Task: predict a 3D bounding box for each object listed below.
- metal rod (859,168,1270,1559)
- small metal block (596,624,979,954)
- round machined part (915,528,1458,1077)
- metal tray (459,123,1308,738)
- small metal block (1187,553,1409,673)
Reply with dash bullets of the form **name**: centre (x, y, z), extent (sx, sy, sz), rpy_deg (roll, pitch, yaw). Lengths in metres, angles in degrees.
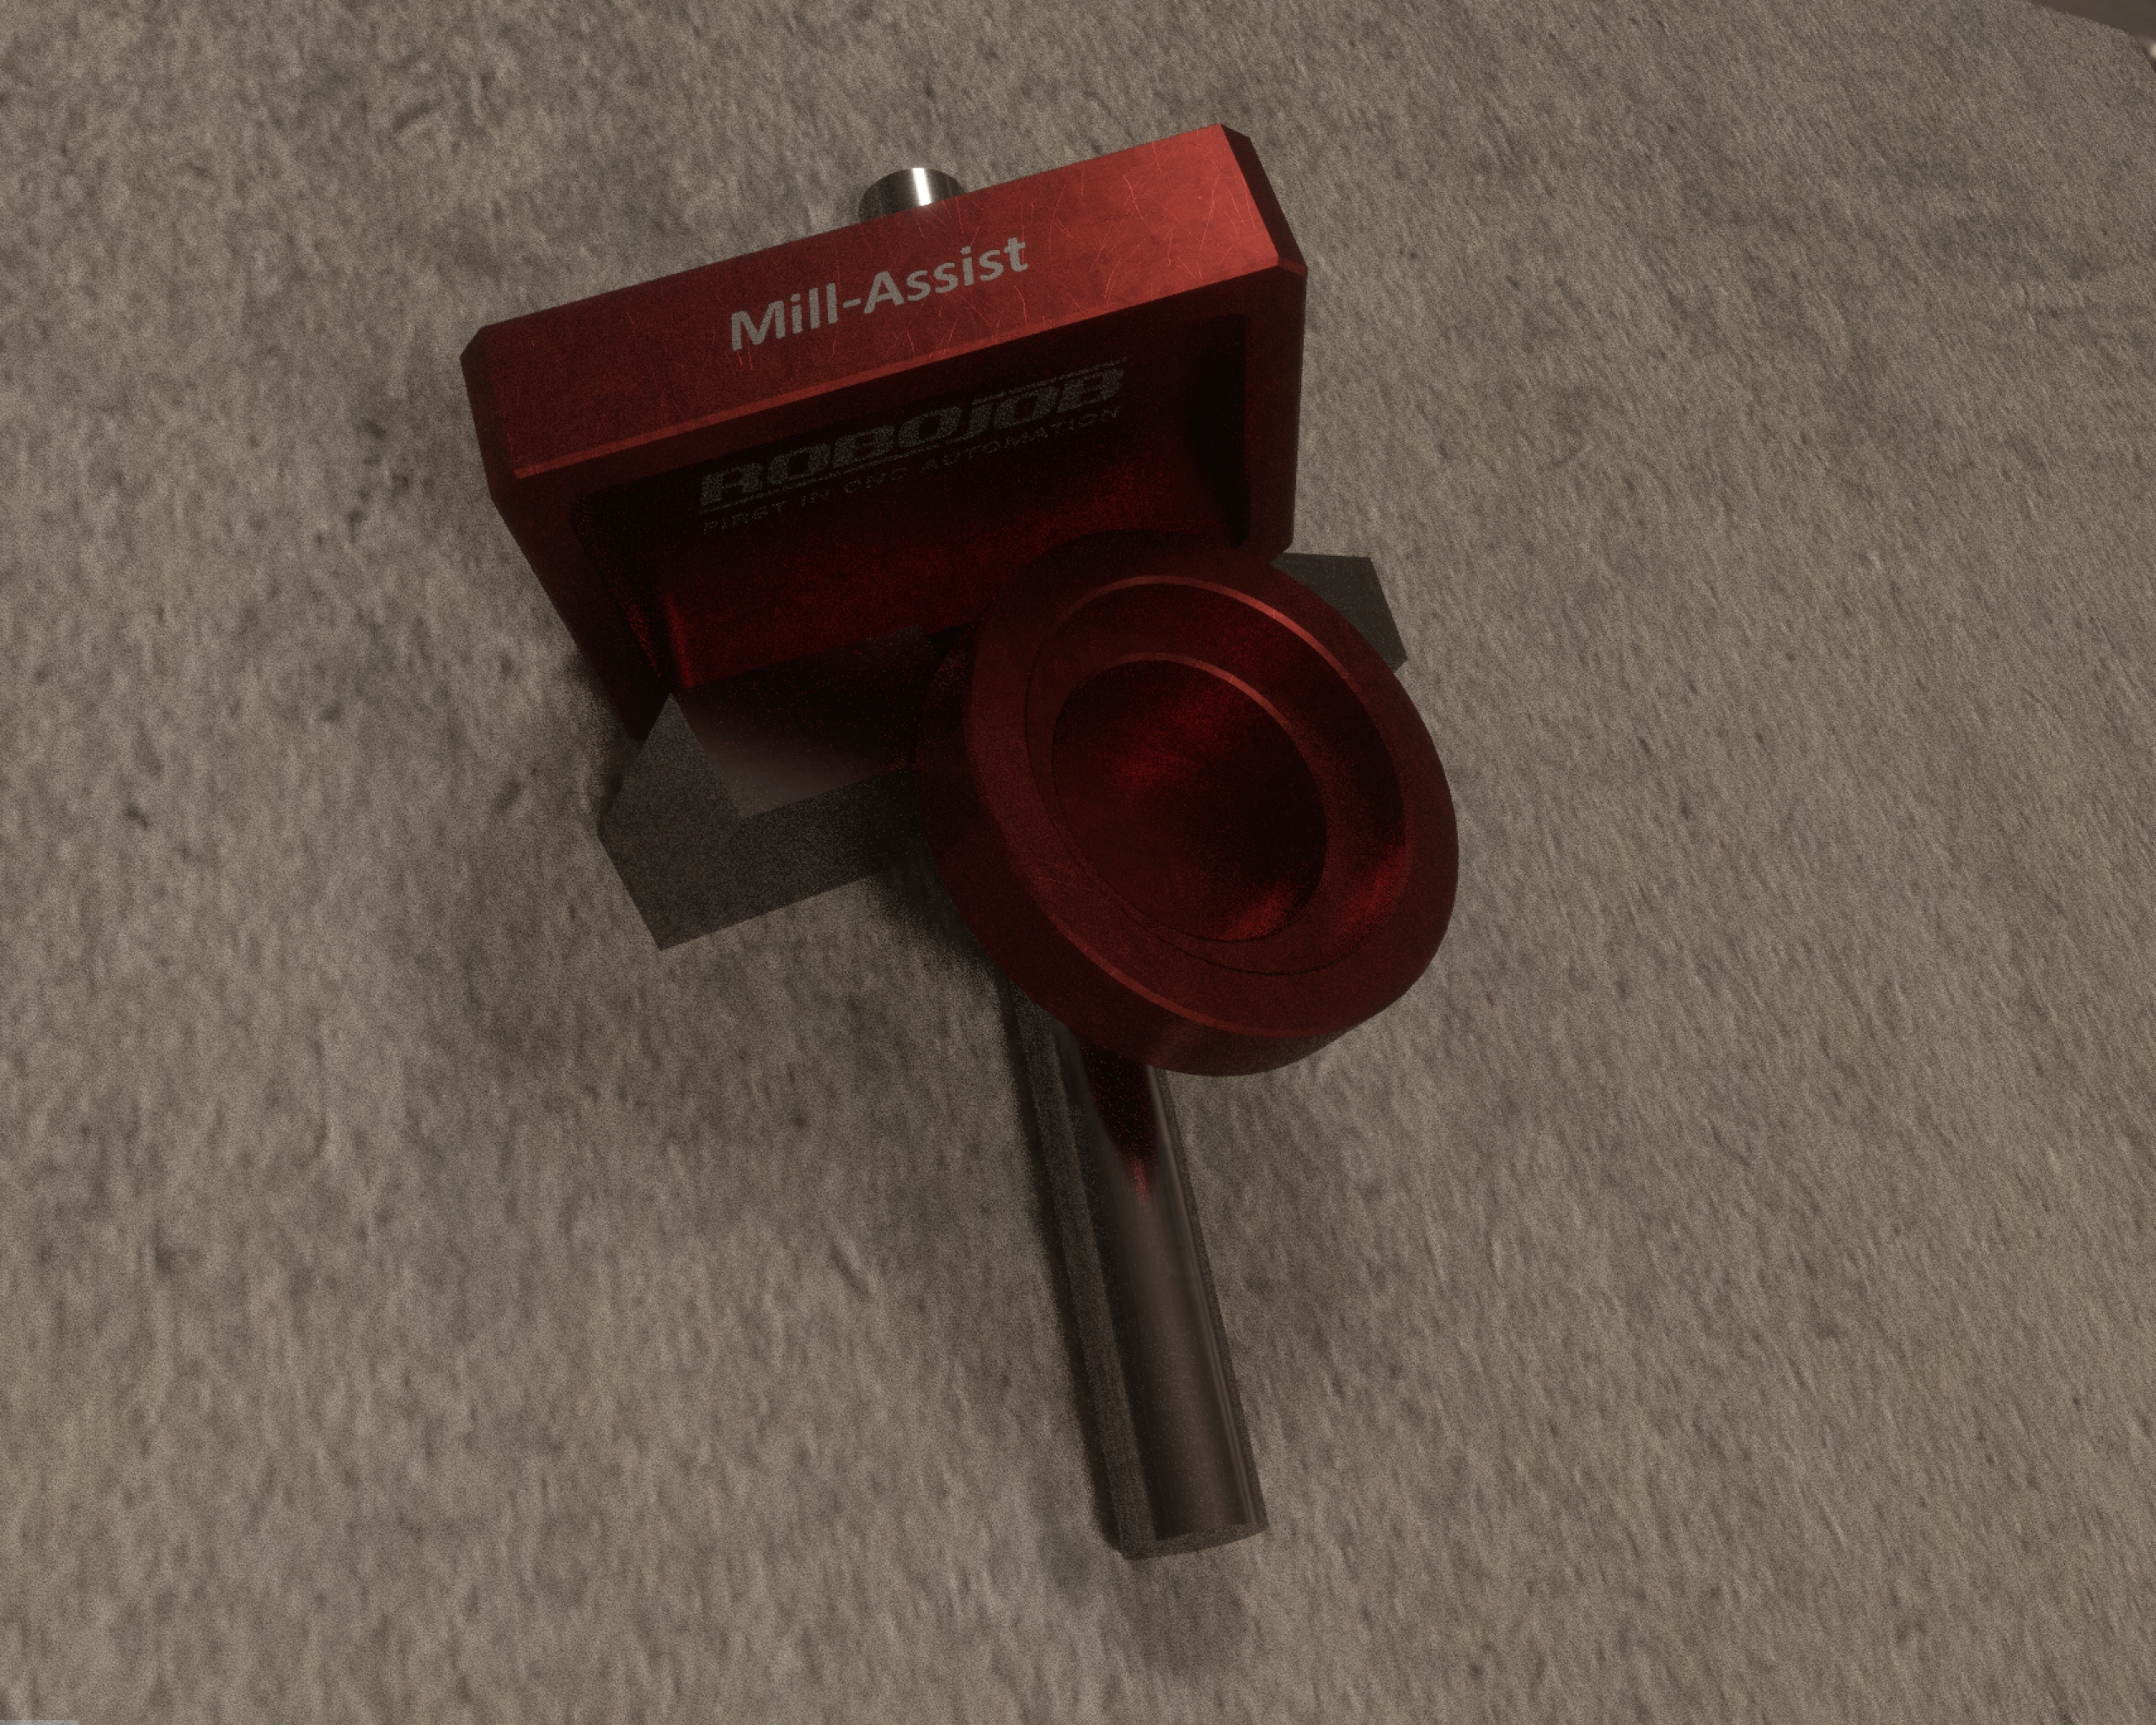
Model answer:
- **metal rod**: centre (-0.009, -0.018, 0.413), extent (0.025, 0.025, 0.299), rpy_deg (2, 61, -28)
- **small metal block**: centre (-0.051, -0.013, 0.370), extent (0.050, 0.050, 0.025), rpy_deg (-21, 73, -36)
- **round machined part**: centre (0.016, -0.007, 0.373), extent (0.099, 0.042, 0.098), rpy_deg (14, 59, -24)
- **metal tray**: centre (-0.028, -0.070, 0.363), extent (0.131, 0.090, 0.030), rpy_deg (-17, 67, -4)
- **small metal block**: centre (0.031, -0.040, 0.432), extent (0.050, 0.050, 0.025), rpy_deg (-2, 63, -29)
